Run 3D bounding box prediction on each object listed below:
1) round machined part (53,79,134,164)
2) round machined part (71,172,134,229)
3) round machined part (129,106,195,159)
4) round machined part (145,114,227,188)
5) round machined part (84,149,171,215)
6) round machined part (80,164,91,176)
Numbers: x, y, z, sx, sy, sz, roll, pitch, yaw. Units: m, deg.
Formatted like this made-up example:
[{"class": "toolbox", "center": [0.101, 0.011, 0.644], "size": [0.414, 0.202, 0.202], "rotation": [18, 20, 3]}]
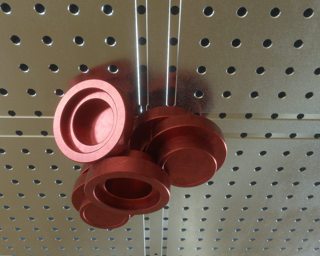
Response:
[{"class": "round machined part", "center": [-0.074, -0.005, 0.370], "size": [0.098, 0.098, 0.042], "rotation": [-22, 162, 17]}, {"class": "round machined part", "center": [-0.074, 0.105, 0.433], "size": [0.099, 0.042, 0.097], "rotation": [0, 130, 0]}, {"class": "round machined part", "center": [0.010, 0.023, 0.393], "size": [0.099, 0.042, 0.097], "rotation": [0, 130, 0]}, {"class": "round machined part", "center": [0.031, 0.034, 0.373], "size": [0.099, 0.042, 0.097], "rotation": [0, 130, 0]}, {"class": "round machined part", "center": [-0.036, 0.062, 0.368], "size": [0.098, 0.042, 0.098], "rotation": [2, 138, 2]}, {"class": "round machined part", "center": [-0.067, 0.083, 0.443], "size": [0.099, 0.042, 0.097], "rotation": [0, 130, 0]}]
